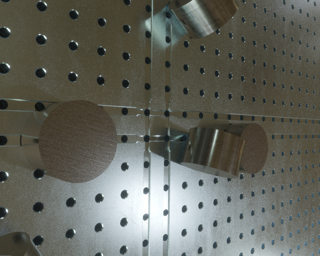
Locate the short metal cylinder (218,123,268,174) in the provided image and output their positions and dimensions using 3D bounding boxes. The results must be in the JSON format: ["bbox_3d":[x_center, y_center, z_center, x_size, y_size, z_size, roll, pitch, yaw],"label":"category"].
[{"bbox_3d":[0.131,0.032,0.502,0.081,0.050,0.079,0,90,-40],"label":"short metal cylinder"}]

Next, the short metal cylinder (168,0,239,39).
[{"bbox_3d":[0.059,-0.168,0.422,0.050,0.080,0.080,48,62,-30],"label":"short metal cylinder"}]

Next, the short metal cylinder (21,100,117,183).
[{"bbox_3d":[-0.091,0.013,0.316,0.081,0.050,0.079,0,90,-40],"label":"short metal cylinder"}]

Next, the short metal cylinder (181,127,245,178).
[{"bbox_3d":[0.074,0.036,0.435,0.080,0.080,0.050,25,74,-37],"label":"short metal cylinder"}]

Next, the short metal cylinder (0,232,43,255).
[{"bbox_3d":[-0.135,0.135,0.260,0.081,0.080,0.050,-36,112,-34],"label":"short metal cylinder"}]
